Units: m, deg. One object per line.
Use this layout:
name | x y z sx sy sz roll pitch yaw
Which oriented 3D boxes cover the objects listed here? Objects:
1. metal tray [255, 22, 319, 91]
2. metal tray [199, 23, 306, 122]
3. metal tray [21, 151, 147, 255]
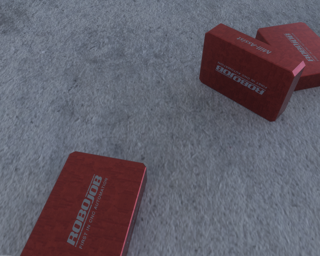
metal tray | 0.224 -0.120 0.504 0.091 0.030 0.130 -11 51 -10
metal tray | 0.118 -0.076 0.426 0.130 0.089 0.030 35 58 25
metal tray | -0.072 0.091 0.323 0.090 0.030 0.130 9 51 7
